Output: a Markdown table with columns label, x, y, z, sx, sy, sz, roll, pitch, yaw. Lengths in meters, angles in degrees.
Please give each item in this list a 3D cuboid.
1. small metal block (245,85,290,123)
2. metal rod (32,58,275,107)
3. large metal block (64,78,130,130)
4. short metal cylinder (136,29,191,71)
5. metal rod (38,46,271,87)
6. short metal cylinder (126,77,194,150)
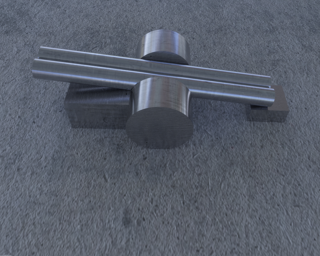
| label | x | y | z | sx | sy | sz | roll | pitch | yaw |
| --- | --- | --- | --- | --- | --- | --- | --- | --- | --- |
| small metal block | 0.147 | -0.035 | 0.435 | 0.050 | 0.025 | 0.050 | 2 | 50 | 2 |
| metal rod | -0.004 | -0.057 | 0.394 | 0.302 | 0.025 | 0.025 | 6 | 50 | -5 |
| large metal block | -0.077 | -0.044 | 0.426 | 0.080 | 0.050 | 0.080 | 2 | 50 | 1 |
| short metal cylinder | 0.004 | -0.093 | 0.448 | 0.080 | 0.080 | 0.050 | 1 | 50 | 1 |
| metal rod | -0.003 | -0.076 | 0.410 | 0.302 | 0.025 | 0.025 | 6 | 50 | -5 |
| short metal cylinder | 0.000 | -0.017 | 0.383 | 0.080 | 0.080 | 0.050 | 1 | 50 | 1 |
